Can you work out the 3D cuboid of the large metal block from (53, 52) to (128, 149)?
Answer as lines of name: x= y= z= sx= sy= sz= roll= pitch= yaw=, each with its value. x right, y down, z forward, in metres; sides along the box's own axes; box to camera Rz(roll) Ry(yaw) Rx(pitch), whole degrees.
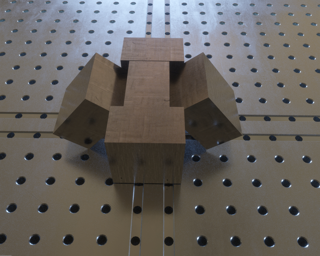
large metal block: x=-0.085 y=-0.033 z=0.390 sx=0.050 sy=0.080 sz=0.080 roll=28 pitch=43 yaw=-29

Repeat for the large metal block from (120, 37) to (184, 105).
large metal block: x=-0.009 y=-0.079 z=0.436 sx=0.081 sy=0.080 sz=0.050 roll=1 pitch=50 yaw=0

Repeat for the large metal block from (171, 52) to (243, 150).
large metal block: x=0.057 y=-0.033 z=0.389 sx=0.050 sy=0.080 sz=0.080 roll=-26 pitch=43 yaw=28

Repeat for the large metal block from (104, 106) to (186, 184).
large metal block: x=-0.015 y=0.021 z=0.353 sx=0.081 sy=0.080 sz=0.050 roll=1 pitch=50 yaw=0

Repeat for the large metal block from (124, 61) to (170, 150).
large metal block: x=-0.014 y=-0.028 z=0.394 sx=0.050 sy=0.080 sz=0.080 roll=1 pitch=50 yaw=0
